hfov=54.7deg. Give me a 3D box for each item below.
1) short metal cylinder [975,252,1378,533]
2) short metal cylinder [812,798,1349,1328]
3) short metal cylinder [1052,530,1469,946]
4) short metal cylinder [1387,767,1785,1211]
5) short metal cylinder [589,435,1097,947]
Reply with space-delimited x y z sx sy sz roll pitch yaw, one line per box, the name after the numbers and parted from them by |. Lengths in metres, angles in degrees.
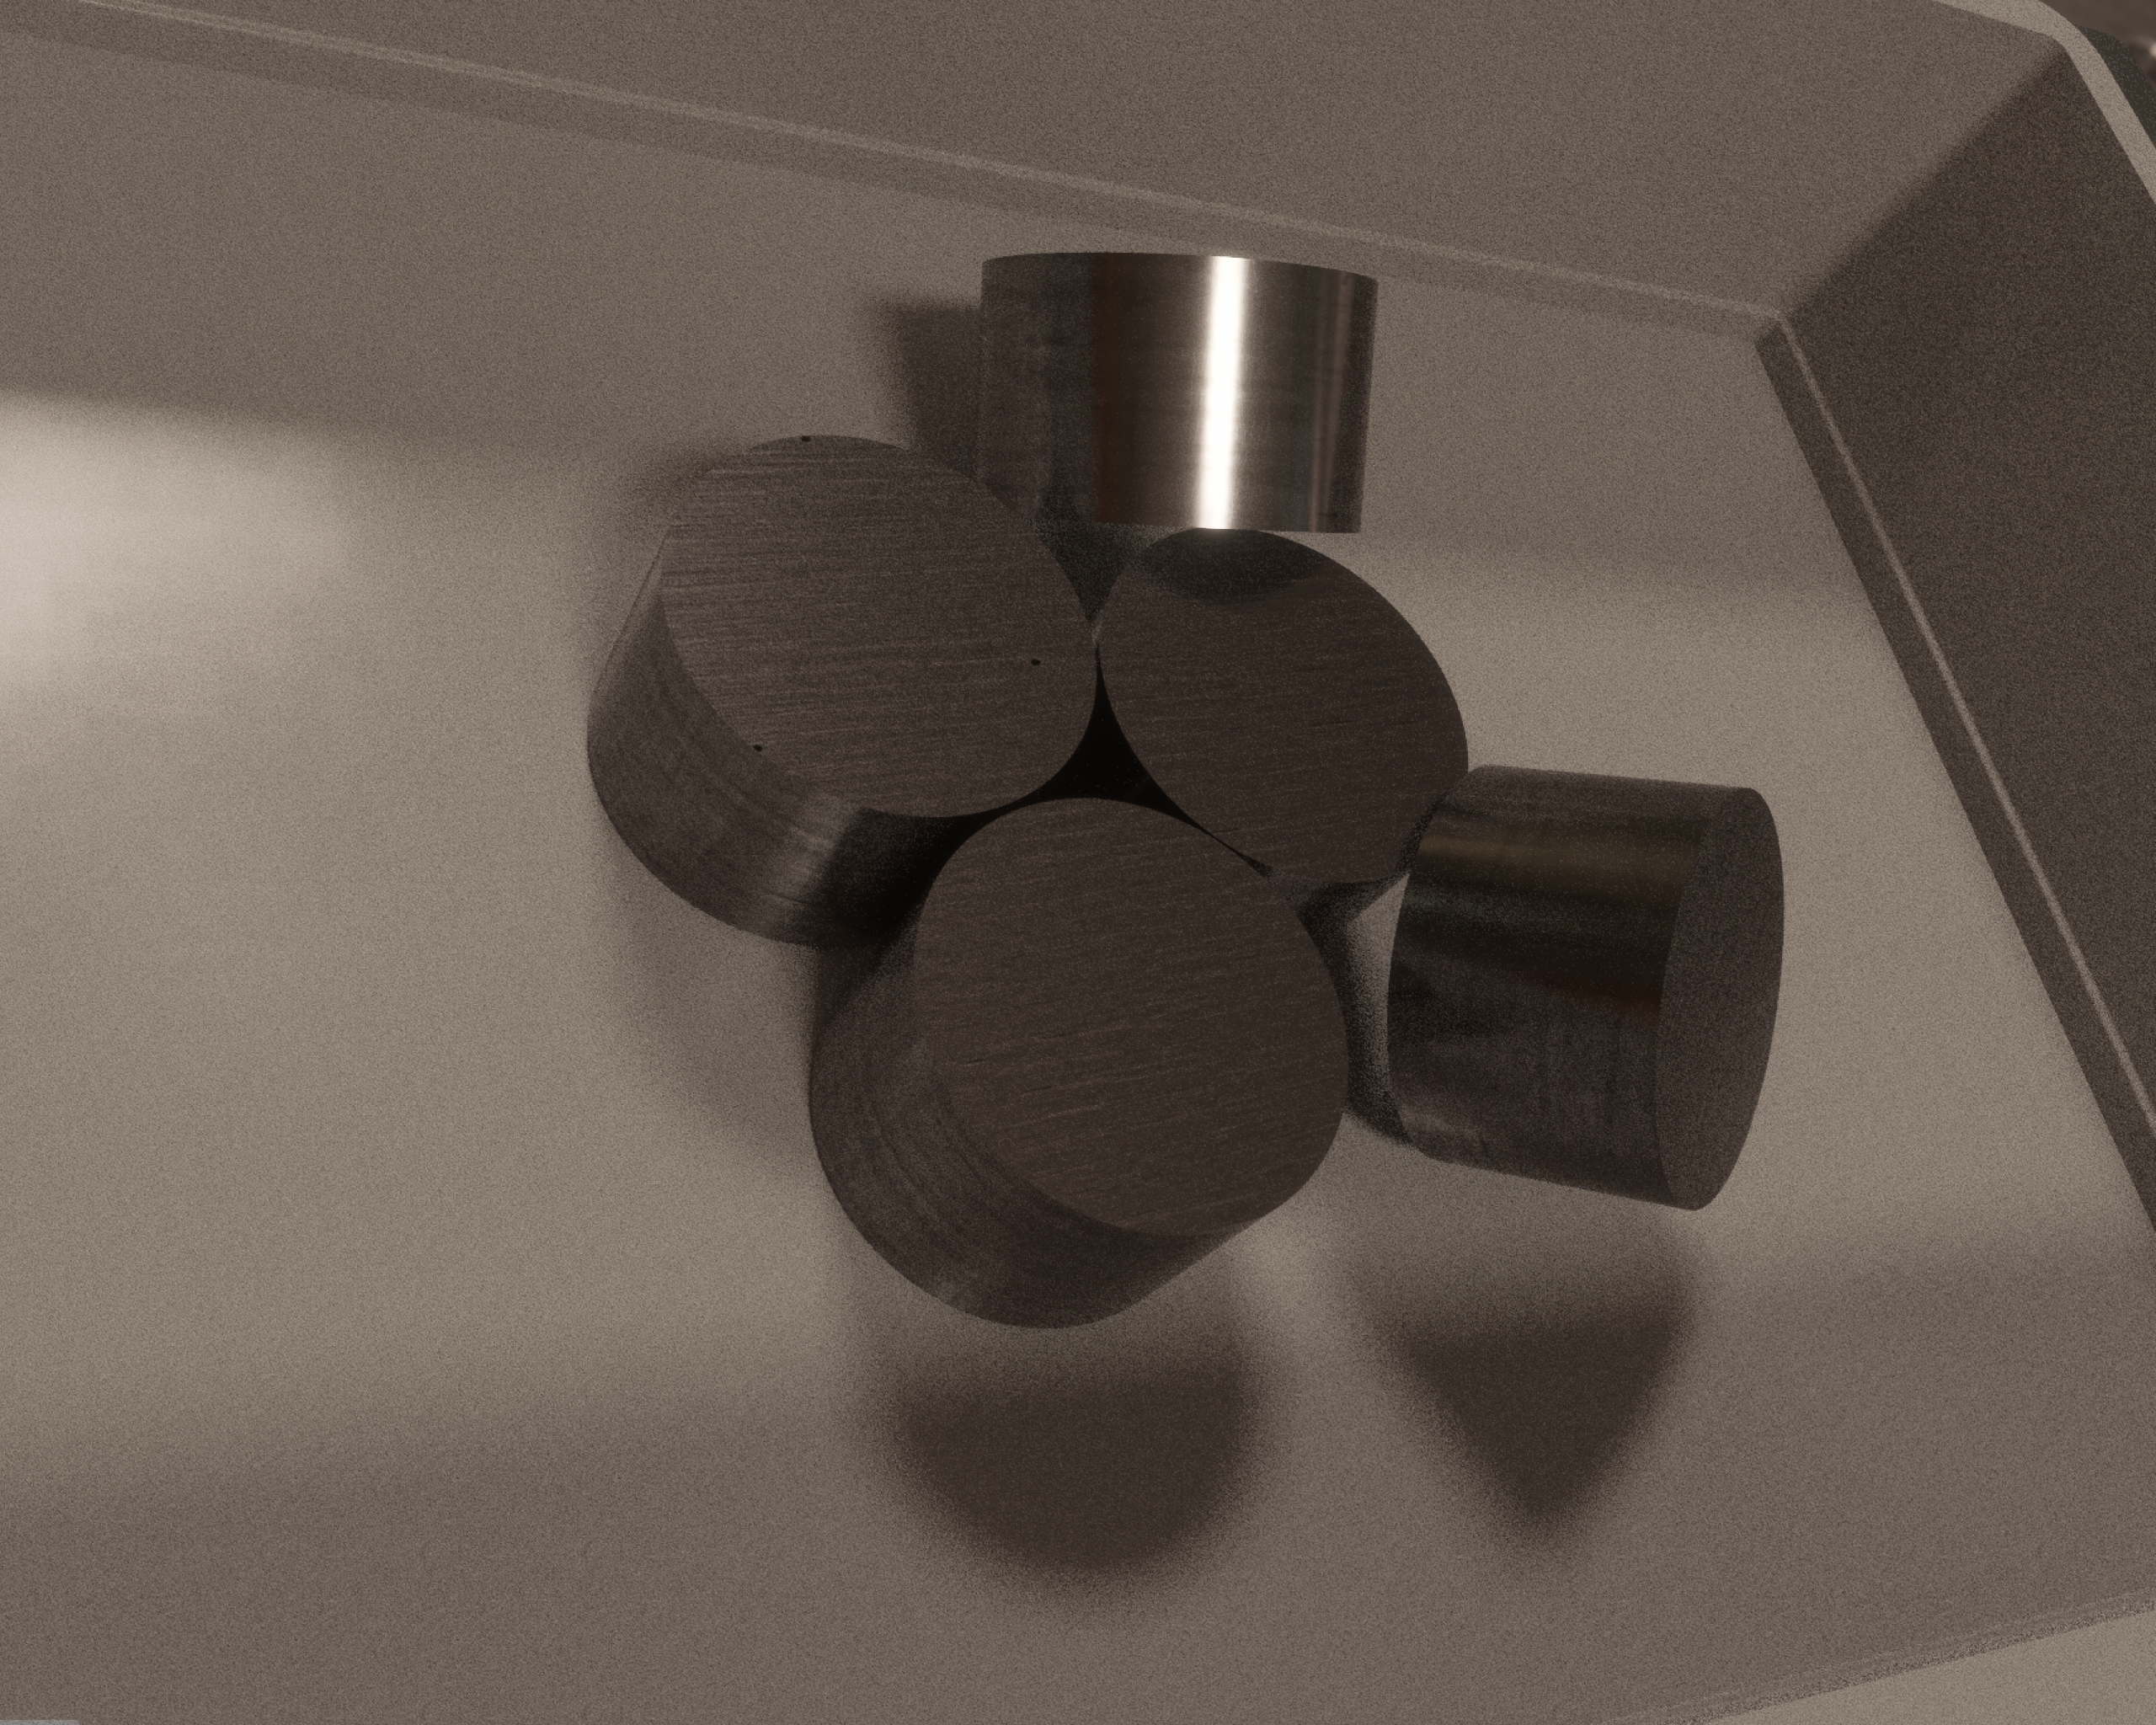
0.020 -0.095 0.429 0.081 0.080 0.050 -3 102 -30 | short metal cylinder
0.000 0.036 0.367 0.081 0.050 0.080 14 56 -21 | short metal cylinder
0.030 -0.020 0.417 0.081 0.050 0.080 14 56 -21 | short metal cylinder
0.100 0.023 0.403 0.081 0.050 0.079 -17 111 -55 | short metal cylinder
-0.044 -0.031 0.384 0.081 0.050 0.080 14 56 -21 | short metal cylinder
